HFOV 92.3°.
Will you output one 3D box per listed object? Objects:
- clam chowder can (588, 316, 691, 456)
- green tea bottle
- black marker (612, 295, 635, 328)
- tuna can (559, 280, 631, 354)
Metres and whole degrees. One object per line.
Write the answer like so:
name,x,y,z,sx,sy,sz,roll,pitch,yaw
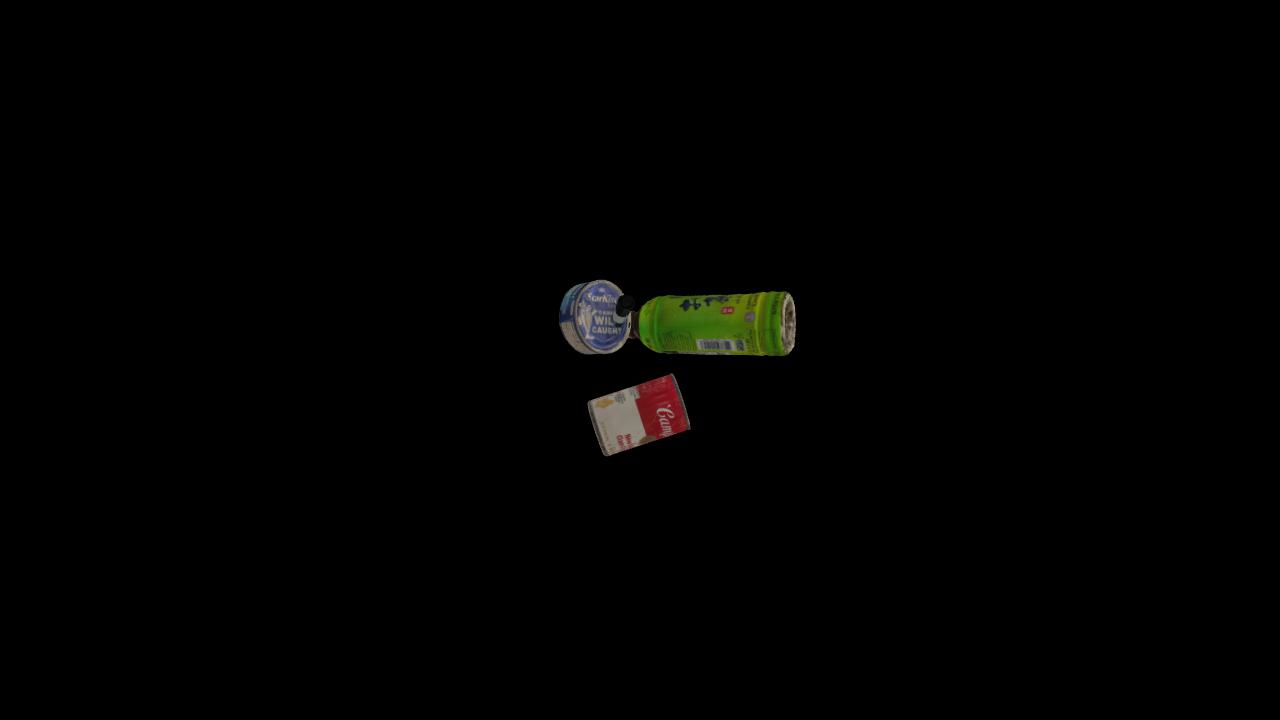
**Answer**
clam chowder can,-0.001,0.062,0.694,0.102,0.068,0.068,-17,1,-2
green tea bottle,0.065,-0.040,0.698,0.212,0.073,0.073,0,0,24
black marker,-0.028,-0.043,0.717,0.020,0.020,0.121,0,-22,-15
tuna can,-0.051,-0.048,0.701,0.034,0.084,0.084,-2,-2,45
